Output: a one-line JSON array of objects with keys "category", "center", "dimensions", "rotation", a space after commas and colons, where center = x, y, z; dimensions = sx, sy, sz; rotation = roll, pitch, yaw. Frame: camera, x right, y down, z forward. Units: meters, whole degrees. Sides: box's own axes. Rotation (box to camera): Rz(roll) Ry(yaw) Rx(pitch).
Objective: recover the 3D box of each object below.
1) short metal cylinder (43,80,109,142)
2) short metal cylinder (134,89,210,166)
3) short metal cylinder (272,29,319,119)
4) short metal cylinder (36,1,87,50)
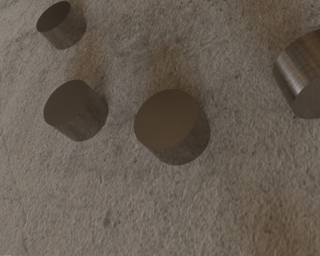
[{"category": "short metal cylinder", "center": [-0.126, -0.026, 0.468], "dimensions": [0.080, 0.050, 0.080], "rotation": [-13, 56, 20]}, {"category": "short metal cylinder", "center": [0.016, -0.001, 0.379], "dimensions": [0.080, 0.050, 0.080], "rotation": [-13, 56, 20]}, {"category": "short metal cylinder", "center": [0.164, -0.053, 0.315], "dimensions": [0.080, 0.080, 0.050], "rotation": [-23, 54, 14]}, {"category": "short metal cylinder", "center": [-0.194, -0.202, 0.610], "dimensions": [0.080, 0.050, 0.080], "rotation": [-13, 56, 20]}]
